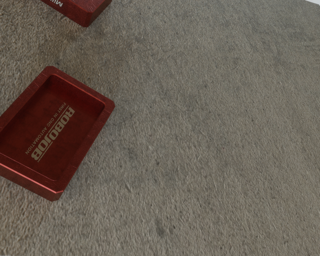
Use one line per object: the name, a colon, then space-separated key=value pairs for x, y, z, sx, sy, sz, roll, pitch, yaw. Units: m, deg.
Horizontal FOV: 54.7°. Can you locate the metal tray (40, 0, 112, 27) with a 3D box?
metal tray: x=-0.141 y=-0.215 z=0.456 sx=0.130 sy=0.030 sz=0.090 roll=31 pitch=52 yaw=-8

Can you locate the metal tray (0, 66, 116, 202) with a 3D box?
metal tray: x=-0.117 y=0.001 z=0.336 sx=0.090 sy=0.030 sz=0.130 roll=31 pitch=52 yaw=-9
